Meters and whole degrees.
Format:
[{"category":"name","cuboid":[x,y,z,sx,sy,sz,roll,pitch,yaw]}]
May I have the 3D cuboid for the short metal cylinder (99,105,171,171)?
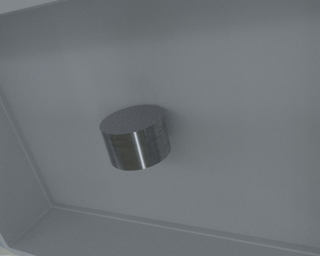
[{"category":"short metal cylinder","cuboid":[-0.030,0.010,0.392,0.080,0.080,0.050,2,119,27]}]
